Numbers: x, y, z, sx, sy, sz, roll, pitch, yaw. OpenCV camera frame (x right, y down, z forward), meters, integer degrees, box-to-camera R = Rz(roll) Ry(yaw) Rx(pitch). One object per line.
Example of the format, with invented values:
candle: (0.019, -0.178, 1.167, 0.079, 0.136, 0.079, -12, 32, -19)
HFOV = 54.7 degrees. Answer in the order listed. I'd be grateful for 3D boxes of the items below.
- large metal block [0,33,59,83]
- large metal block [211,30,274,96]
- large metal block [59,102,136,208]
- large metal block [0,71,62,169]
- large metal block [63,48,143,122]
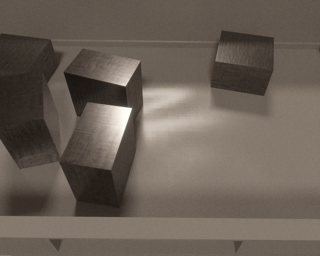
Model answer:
large metal block: (-0.212, -0.094, 0.465, 0.080, 0.050, 0.080, 9, 51, 7)
large metal block: (0.126, -0.101, 0.475, 0.080, 0.050, 0.080, 11, 51, 8)
large metal block: (-0.063, 0.031, 0.343, 0.050, 0.080, 0.080, 8, 51, 6)
large metal block: (-0.156, -0.009, 0.375, 0.050, 0.080, 0.080, -11, 51, -10)
large metal block: (-0.070, -0.050, 0.411, 0.080, 0.080, 0.050, 14, 52, 11)
